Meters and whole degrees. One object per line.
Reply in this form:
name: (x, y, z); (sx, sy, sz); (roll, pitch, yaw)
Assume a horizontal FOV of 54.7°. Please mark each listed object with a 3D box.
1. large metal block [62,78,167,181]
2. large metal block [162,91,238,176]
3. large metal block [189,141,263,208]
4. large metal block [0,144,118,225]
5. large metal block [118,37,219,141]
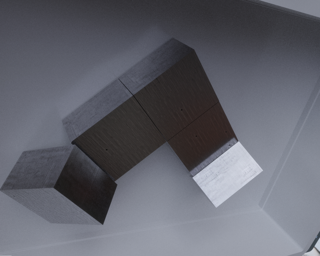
large metal block: (-0.052, 0.004, 0.364); (0.080, 0.050, 0.080); (-38, 129, -3)
large metal block: (0.048, 0.005, 0.419); (0.080, 0.050, 0.080); (-38, 129, -3)
large metal block: (0.092, 0.067, 0.454); (0.080, 0.050, 0.080); (-38, 173, -3)
large metal block: (-0.109, 0.066, 0.343); (0.080, 0.050, 0.080); (-8, 137, 29)
large metal block: (0.012, -0.045, 0.368); (0.080, 0.050, 0.080); (-38, 129, -3)
